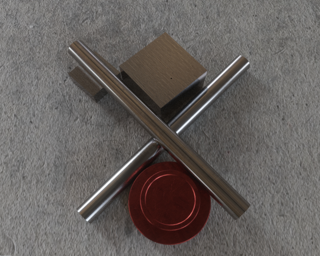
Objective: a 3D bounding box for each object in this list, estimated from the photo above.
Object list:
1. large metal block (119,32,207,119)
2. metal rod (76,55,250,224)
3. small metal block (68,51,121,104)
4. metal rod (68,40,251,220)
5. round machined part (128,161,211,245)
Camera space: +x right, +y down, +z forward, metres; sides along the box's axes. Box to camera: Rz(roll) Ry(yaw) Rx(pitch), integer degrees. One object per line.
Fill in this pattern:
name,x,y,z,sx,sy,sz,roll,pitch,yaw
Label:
large metal block,0.004,-0.069,0.422,0.080,0.050,0.080,-40,75,-14
metal rod,0.014,0.005,0.409,0.025,0.025,0.301,43,75,13
small metal block,-0.090,-0.071,0.435,0.050,0.025,0.050,41,75,13
metal rod,-0.011,-0.007,0.385,0.025,0.025,0.300,-42,76,-14
round machined part,0.012,0.087,0.368,0.099,0.042,0.098,0,70,-1
